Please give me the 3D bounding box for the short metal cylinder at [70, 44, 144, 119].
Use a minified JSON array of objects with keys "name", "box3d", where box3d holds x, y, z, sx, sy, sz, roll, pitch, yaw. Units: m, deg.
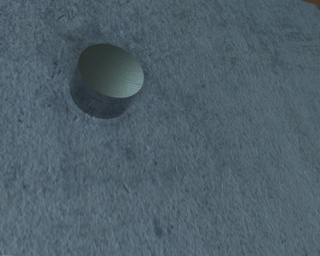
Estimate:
[{"name":"short metal cylinder","box3d":[-0.067,-0.058,0.388,0.081,0.050,0.080,14,56,-21]}]
